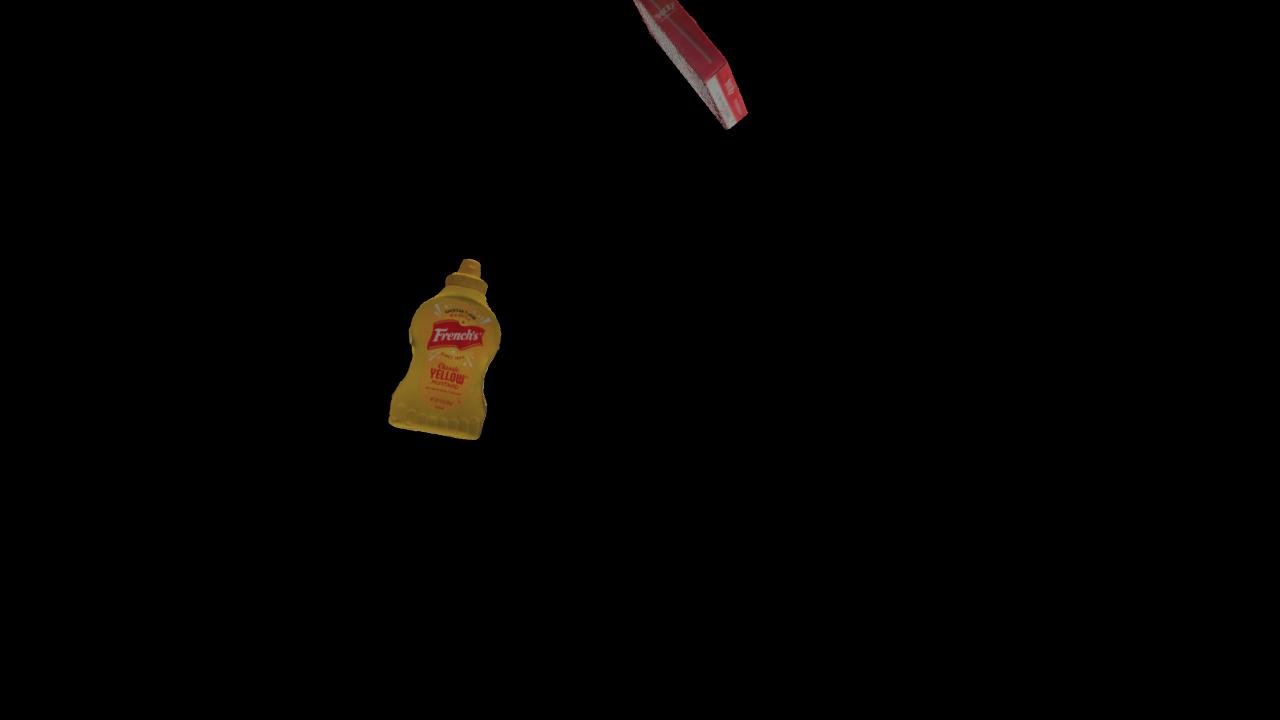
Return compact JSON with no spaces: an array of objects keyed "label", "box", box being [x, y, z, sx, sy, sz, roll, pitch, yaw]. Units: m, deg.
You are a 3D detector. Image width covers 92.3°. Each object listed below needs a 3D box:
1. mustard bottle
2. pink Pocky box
[{"label":"mustard bottle","box":[-0.190,-0.016,0.626,0.092,0.184,0.054,12,-13,-13]},{"label":"pink Pocky box","box":[0.043,-0.299,0.587,0.029,0.155,0.084,-36,-21,12]}]
